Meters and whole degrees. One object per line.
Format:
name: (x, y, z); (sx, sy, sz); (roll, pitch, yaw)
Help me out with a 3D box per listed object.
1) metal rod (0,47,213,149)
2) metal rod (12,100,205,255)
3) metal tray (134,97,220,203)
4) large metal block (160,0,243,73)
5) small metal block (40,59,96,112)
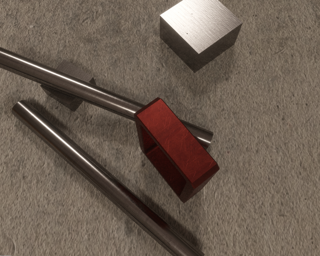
metal rod: (-0.076, -0.039, 0.399); (0.301, 0.025, 0.025); (22, 71, -1)
metal rod: (-0.073, 0.063, 0.384); (0.300, 0.025, 0.025); (38, 74, 12)
metal tray: (0.014, 0.032, 0.341); (0.030, 0.130, 0.090); (-36, 74, -12)
large metal block: (0.056, -0.141, 0.447); (0.080, 0.050, 0.080); (-37, 75, -13)
small metal block: (-0.125, -0.059, 0.428); (0.050, 0.025, 0.050); (32, 73, 11)
